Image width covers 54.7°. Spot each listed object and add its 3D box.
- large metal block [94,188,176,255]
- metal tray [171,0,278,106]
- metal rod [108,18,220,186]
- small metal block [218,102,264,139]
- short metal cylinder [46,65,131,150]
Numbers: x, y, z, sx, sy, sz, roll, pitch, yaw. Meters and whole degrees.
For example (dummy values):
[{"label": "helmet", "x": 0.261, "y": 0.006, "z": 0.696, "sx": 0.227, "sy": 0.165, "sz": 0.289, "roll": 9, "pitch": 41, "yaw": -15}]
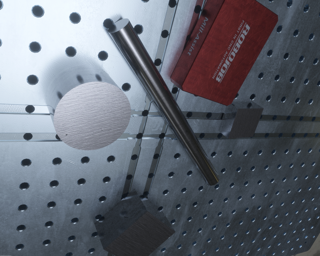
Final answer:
[{"label": "large metal block", "x": -0.037, "y": 0.152, "z": 0.470, "sx": 0.080, "sy": 0.050, "sz": 0.080, "roll": -41, "pitch": 130, "yaw": 0}, {"label": "metal tray", "x": 0.081, "y": -0.100, "z": 0.393, "sx": 0.091, "sy": 0.030, "sz": 0.129, "roll": 14, "pitch": 111, "yaw": -35}, {"label": "metal rod", "x": 0.022, "y": -0.011, "z": 0.417, "sx": 0.025, "sy": 0.025, "sz": 0.299, "roll": -37, "pitch": 130, "yaw": -4}, {"label": "small metal block", "x": 0.124, "y": -0.013, "z": 0.473, "sx": 0.050, "sy": 0.025, "sz": 0.050, "roll": -3, "pitch": 120, "yaw": -28}, {"label": "short metal cylinder", "x": -0.079, "y": -0.022, "z": 0.339, "sx": 0.081, "sy": 0.050, "sz": 0.079, "roll": -14, "pitch": 125, "yaw": -21}]
